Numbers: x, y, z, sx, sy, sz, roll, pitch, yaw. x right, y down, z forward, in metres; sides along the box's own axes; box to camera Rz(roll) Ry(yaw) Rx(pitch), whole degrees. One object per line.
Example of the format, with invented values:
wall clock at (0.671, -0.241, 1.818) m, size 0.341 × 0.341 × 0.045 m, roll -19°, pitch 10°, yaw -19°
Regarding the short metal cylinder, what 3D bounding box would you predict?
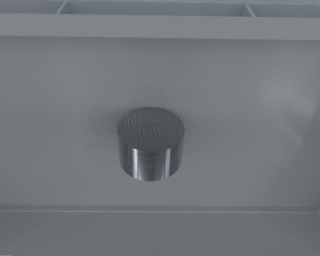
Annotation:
short metal cylinder at (-0.011, 0.019, 0.385) m, size 0.080 × 0.080 × 0.050 m, roll 1°, pitch 130°, yaw -1°
